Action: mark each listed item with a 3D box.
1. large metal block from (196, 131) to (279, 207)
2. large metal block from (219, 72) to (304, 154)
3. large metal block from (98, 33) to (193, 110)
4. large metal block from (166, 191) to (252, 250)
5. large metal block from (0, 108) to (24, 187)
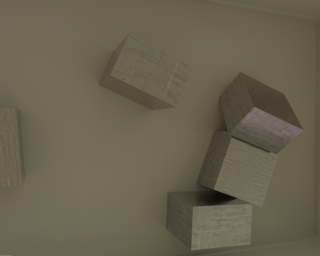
[{"bbox_3d":[0.109,0.056,0.437,0.080,0.050,0.080,23,82,-19],"label":"large metal block"},{"bbox_3d":[0.135,-0.021,0.424,0.080,0.080,0.050,22,127,-19],"label":"large metal block"},{"bbox_3d":[-0.021,-0.062,0.373,0.080,0.080,0.050,25,82,-19],"label":"large metal block"},{"bbox_3d":[0.061,0.116,0.404,0.081,0.080,0.050,3,90,-20],"label":"large metal block"},{"bbox_3d":[-0.191,0.021,0.327,0.081,0.050,0.079,-4,92,-20],"label":"large metal block"}]
